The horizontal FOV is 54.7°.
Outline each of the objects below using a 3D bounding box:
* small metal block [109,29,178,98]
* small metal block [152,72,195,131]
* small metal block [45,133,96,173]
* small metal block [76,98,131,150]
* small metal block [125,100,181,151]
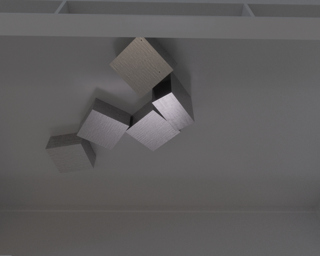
[{"bbox_3d":[-0.018,-0.070,0.340,0.050,0.025,0.050,-38,103,27],"label":"small metal block"},{"bbox_3d":[0.015,-0.033,0.364,0.025,0.050,0.050,-27,126,21],"label":"small metal block"},{"bbox_3d":[-0.124,0.035,0.438,0.050,0.025,0.050,-9,130,7],"label":"small metal block"},{"bbox_3d":[-0.073,-0.004,0.405,0.050,0.025,0.050,26,126,-20],"label":"small metal block"},{"bbox_3d":[-0.009,-0.003,0.406,0.050,0.025,0.050,-37,122,26],"label":"small metal block"}]
